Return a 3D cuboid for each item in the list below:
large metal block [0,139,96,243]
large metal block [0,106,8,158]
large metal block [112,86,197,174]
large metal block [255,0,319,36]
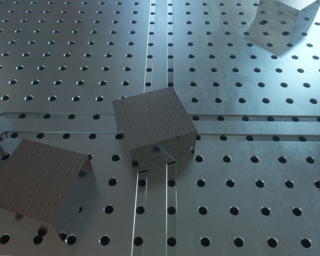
[{"bbox_3d":[-0.127,0.066,0.336,0.080,0.050,0.080,13,51,11],"label":"large metal block"},{"bbox_3d":[-0.245,0.003,0.388,0.081,0.050,0.080,-17,52,-14],"label":"large metal block"},{"bbox_3d":[-0.008,0.001,0.391,0.081,0.050,0.080,-15,52,-13],"label":"large metal block"},{"bbox_3d":[0.242,-0.228,0.584,0.080,0.050,0.080,-34,58,-25],"label":"large metal block"}]
